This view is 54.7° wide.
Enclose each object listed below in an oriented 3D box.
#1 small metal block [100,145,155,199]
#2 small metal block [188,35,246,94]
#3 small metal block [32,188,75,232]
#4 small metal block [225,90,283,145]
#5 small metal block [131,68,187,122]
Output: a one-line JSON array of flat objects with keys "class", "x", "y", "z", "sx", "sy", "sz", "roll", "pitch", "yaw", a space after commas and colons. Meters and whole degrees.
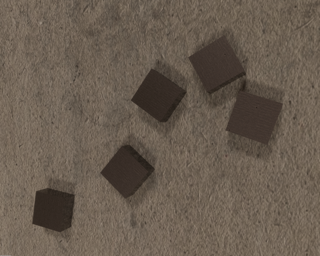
[{"class": "small metal block", "x": -0.044, "y": 0.059, "z": 0.424, "sx": 0.050, "sy": 0.025, "sz": 0.050, "roll": 43, "pitch": 103, "yaw": 14}, {"class": "small metal block", "x": 0.071, "y": -0.077, "z": 0.384, "sx": 0.050, "sy": 0.025, "sz": 0.050, "roll": -29, "pitch": 81, "yaw": 17}, {"class": "small metal block", "x": -0.159, "y": 0.122, "z": 0.463, "sx": 0.050, "sy": 0.025, "sz": 0.050, "roll": 9, "pitch": 93, "yaw": 19}, {"class": "small metal block", "x": 0.112, "y": -0.012, "z": 0.369, "sx": 0.050, "sy": 0.025, "sz": 0.050, "roll": 20, "pitch": 97, "yaw": 18}, {"class": "small metal block", "x": -0.001, "y": -0.042, "z": 0.409, "sx": 0.050, "sy": 0.025, "sz": 0.050, "roll": 37, "pitch": 102, "yaw": 16}]
